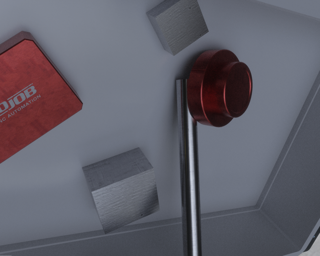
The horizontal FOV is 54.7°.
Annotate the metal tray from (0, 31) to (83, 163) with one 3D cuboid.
[{"bbox_3d":[-0.157,-0.022,0.307,0.130,0.030,0.090,-35,129,-6],"label":"metal tray"}]

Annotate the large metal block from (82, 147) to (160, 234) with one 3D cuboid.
[{"bbox_3d":[-0.051,0.083,0.418,0.081,0.050,0.079,-19,126,-18],"label":"large metal block"}]

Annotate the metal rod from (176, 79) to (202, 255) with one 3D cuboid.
[{"bbox_3d":[0.040,0.087,0.406,0.025,0.025,0.298,-5,95,-26],"label":"metal rod"}]

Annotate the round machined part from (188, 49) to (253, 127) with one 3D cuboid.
[{"bbox_3d":[0.081,-0.049,0.389,0.099,0.042,0.097,-13,108,-46],"label":"round machined part"}]

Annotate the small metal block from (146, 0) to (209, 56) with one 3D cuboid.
[{"bbox_3d":[0.020,-0.119,0.348,0.050,0.025,0.050,-36,130,-5],"label":"small metal block"}]
